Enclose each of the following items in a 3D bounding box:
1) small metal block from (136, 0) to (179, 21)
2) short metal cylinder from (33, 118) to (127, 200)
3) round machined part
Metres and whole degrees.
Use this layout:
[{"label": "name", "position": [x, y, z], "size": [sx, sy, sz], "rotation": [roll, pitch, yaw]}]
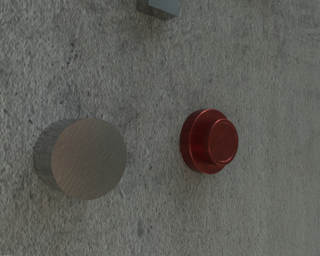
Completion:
[{"label": "small metal block", "position": [-0.002, -0.173, 0.402], "size": [0.050, 0.025, 0.050], "rotation": [3, 88, -40]}, {"label": "short metal cylinder", "position": [-0.082, 0.030, 0.320], "size": [0.081, 0.050, 0.080], "rotation": [0, 90, -40]}, {"label": "round machined part", "position": [0.079, 0.020, 0.460], "size": [0.099, 0.042, 0.097], "rotation": [0, 90, -40]}]
